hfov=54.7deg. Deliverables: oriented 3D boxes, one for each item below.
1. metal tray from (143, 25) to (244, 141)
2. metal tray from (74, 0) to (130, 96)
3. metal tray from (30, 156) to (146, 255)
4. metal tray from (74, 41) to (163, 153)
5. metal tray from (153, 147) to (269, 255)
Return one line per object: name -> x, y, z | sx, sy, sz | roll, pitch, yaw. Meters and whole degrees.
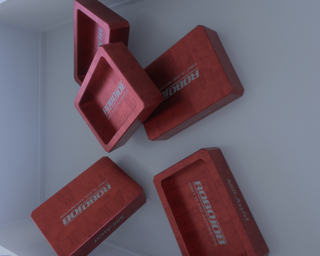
metal tray -> 0.026, -0.050, 0.381 | 0.130, 0.030, 0.090 | -32, 70, 35
metal tray -> -0.087, -0.104, 0.442 | 0.090, 0.030, 0.129 | 42, 138, 31
metal tray -> -0.096, 0.108, 0.423 | 0.090, 0.131, 0.030 | 35, 153, 34
metal tray -> -0.060, -0.035, 0.397 | 0.090, 0.030, 0.129 | 54, 140, 9
metal tray -> 0.053, 0.098, 0.358 | 0.090, 0.030, 0.130 | -35, 69, 34
